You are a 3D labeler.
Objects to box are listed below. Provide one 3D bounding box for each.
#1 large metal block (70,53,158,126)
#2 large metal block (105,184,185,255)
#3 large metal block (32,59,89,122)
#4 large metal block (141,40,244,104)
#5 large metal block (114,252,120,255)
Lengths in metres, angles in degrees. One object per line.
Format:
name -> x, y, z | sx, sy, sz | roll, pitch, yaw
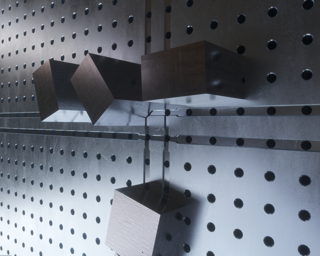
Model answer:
large metal block -> -0.062, -0.050, 0.422 | 0.050, 0.081, 0.080 | -46, 63, 30
large metal block -> -0.021, 0.129, 0.409 | 0.080, 0.050, 0.079 | 18, 102, 38
large metal block -> -0.145, -0.055, 0.490 | 0.050, 0.081, 0.080 | -24, 75, 37
large metal block -> 0.037, -0.055, 0.342 | 0.080, 0.081, 0.050 | -3, 89, 39
large metal block -> -0.031, 0.217, 0.416 | 0.080, 0.050, 0.079 | 37, 113, 33
